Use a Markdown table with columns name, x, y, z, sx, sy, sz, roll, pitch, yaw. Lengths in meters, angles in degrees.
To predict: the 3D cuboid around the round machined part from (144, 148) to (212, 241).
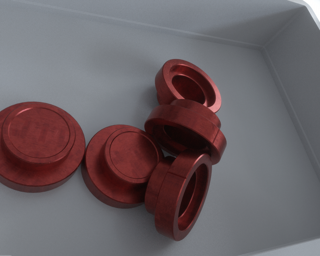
| name | x | y | z | sx | sy | sz | roll | pitch | yaw |
| --- | --- | --- | --- | --- | --- | --- | --- | --- | --- |
| round machined part | 0.019 | 0.069 | 0.341 | 0.042 | 0.097 | 0.098 | 16 | 45 | 26 |

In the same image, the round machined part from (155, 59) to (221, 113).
| name | x | y | z | sx | sy | sz | roll | pitch | yaw |
| --- | --- | --- | --- | --- | --- | --- | --- | --- | --- |
| round machined part | 0.035 | -0.047 | 0.438 | 0.099 | 0.042 | 0.098 | 21 | 46 | -23 |

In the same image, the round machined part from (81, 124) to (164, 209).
| name | x | y | z | sx | sy | sz | roll | pitch | yaw |
| --- | --- | --- | --- | --- | --- | --- | --- | --- | --- |
| round machined part | -0.036 | 0.038 | 0.353 | 0.099 | 0.042 | 0.098 | 14 | 56 | -21 |

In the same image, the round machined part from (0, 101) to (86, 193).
| name | x | y | z | sx | sy | sz | roll | pitch | yaw |
| --- | --- | --- | --- | --- | --- | --- | --- | --- | --- |
| round machined part | -0.126 | 0.013 | 0.319 | 0.099 | 0.042 | 0.098 | 14 | 56 | -21 |

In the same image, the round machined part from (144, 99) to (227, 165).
| name | x | y | z | sx | sy | sz | roll | pitch | yaw |
| --- | --- | --- | --- | --- | --- | --- | --- | --- | --- |
| round machined part | 0.034 | 0.002 | 0.373 | 0.098 | 0.098 | 0.042 | 32 | 66 | -8 |
